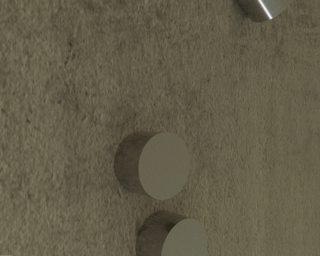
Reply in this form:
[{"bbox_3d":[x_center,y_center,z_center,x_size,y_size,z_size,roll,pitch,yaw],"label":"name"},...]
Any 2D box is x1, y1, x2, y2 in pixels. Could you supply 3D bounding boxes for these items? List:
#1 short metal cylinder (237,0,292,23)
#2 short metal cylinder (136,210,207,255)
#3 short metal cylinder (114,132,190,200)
[{"bbox_3d":[0.174,-0.225,0.518,0.050,0.080,0.080,39,66,-34],"label":"short metal cylinder"},{"bbox_3d":[0.016,0.153,0.404,0.081,0.050,0.079,0,90,-40],"label":"short metal cylinder"},{"bbox_3d":[-0.009,0.044,0.383,0.081,0.050,0.079,0,90,-40],"label":"short metal cylinder"}]
